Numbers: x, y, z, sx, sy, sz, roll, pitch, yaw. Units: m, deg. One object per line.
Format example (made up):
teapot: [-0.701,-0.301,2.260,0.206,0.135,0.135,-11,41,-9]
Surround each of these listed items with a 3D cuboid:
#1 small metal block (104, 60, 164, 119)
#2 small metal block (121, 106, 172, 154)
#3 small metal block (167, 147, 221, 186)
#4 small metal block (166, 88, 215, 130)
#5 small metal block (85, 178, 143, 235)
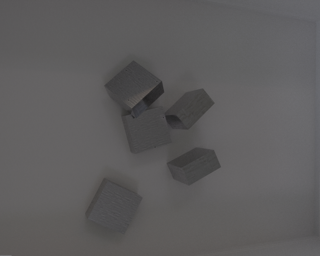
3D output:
small metal block: [-0.031,-0.048,0.385,0.050,0.025,0.050,39,74,23]
small metal block: [-0.018,0.002,0.404,0.050,0.025,0.050,-16,96,-19]
small metal block: [0.044,0.050,0.413,0.050,0.050,0.025,-26,99,-18]
small metal block: [0.036,-0.024,0.410,0.050,0.050,0.025,-44,104,-15]
small metal block: [-0.058,0.098,0.389,0.050,0.025,0.050,30,80,-18]
